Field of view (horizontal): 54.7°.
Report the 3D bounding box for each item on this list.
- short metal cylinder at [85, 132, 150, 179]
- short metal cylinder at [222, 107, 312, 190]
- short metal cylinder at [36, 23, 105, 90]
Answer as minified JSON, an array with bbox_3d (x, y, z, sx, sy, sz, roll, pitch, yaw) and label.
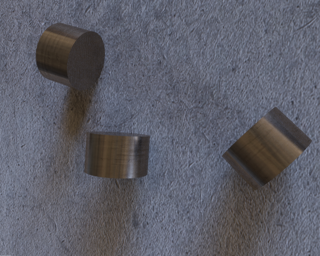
[{"bbox_3d":[-0.055,0.032,0.399,0.080,0.080,0.050,4,92,20],"label":"short metal cylinder"},{"bbox_3d":[0.115,0.022,0.339,0.080,0.080,0.050,-46,76,14],"label":"short metal cylinder"},{"bbox_3d":[-0.119,-0.097,0.422,0.050,0.080,0.080,20,97,19],"label":"short metal cylinder"}]
